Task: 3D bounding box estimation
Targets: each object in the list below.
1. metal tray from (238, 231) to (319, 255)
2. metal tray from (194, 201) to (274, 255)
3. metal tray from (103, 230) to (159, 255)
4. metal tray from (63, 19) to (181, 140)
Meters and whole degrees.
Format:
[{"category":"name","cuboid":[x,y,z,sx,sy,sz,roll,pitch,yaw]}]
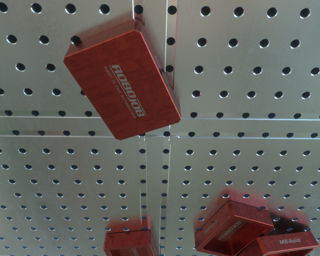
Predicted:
[{"category":"metal tray","cuboid":[0.224,0.237,0.591,0.131,0.030,0.089,2,134,-22]},{"category":"metal tray","cuboid":[0.134,0.193,0.574,0.091,0.030,0.129,19,128,-16]},{"category":"metal tray","cuboid":[-0.052,0.258,0.627,0.090,0.030,0.129,-8,130,6]},{"category":"metal tray","cuboid":[-0.038,-0.050,0.365,0.090,0.030,0.130,-17,128,14]}]
